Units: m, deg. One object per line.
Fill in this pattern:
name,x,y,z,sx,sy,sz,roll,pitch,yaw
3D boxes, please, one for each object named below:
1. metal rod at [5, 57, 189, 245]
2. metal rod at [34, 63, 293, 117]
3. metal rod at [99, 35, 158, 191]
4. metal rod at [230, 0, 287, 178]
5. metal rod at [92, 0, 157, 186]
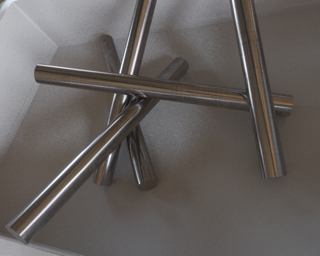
metal rod,-0.046,0.000,0.357,0.025,0.025,0.301,11,44,33
metal rod,-0.003,-0.046,0.367,0.301,0.025,0.025,8,64,8
metal rod,-0.055,-0.043,0.461,0.025,0.025,0.299,-28,52,11
metal rod,0.095,-0.097,0.333,0.025,0.025,0.298,-11,83,22
metal rod,-0.040,-0.073,0.398,0.025,0.025,0.298,16,93,34
